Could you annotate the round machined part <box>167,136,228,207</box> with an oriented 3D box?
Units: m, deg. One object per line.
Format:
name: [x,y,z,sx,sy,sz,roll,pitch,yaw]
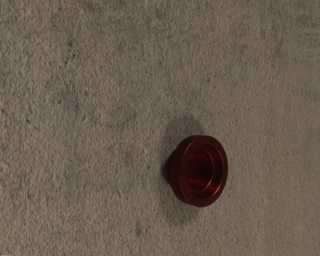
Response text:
round machined part: [0.049,0.059,0.437,0.099,0.042,0.097,0,90,-40]
